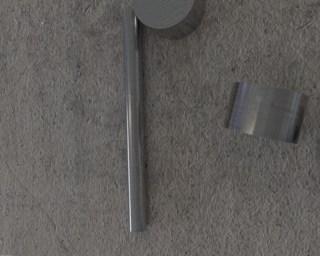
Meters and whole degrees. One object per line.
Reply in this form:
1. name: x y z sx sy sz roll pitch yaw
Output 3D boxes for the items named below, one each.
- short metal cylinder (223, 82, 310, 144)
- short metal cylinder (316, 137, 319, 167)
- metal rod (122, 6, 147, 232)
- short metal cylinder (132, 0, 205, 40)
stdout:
1. short metal cylinder: 0.114 -0.017 0.339 0.080 0.080 0.050 14 95 19
2. short metal cylinder: 0.210 0.028 0.322 0.080 0.050 0.080 0 90 20
3. metal rod: -0.034 -0.012 0.421 0.025 0.025 0.298 -2 89 20
4. short metal cylinder: 0.012 -0.158 0.391 0.080 0.050 0.080 0 90 20
